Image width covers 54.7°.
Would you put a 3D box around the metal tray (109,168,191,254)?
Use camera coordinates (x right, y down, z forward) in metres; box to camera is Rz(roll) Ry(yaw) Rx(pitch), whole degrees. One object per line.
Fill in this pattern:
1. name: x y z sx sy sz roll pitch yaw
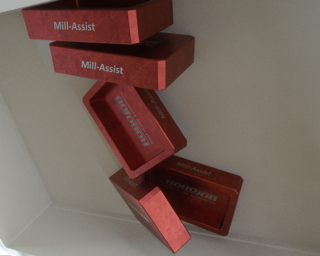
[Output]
1. metal tray: -0.019 0.109 0.435 0.090 0.030 0.130 59 161 -18

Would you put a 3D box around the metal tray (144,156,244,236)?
1. metal tray: 0.042 0.091 0.438 0.130 0.030 0.089 16 125 18

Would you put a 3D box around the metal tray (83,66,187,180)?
1. metal tray: -0.036 -0.010 0.395 0.090 0.030 0.130 -37 82 38

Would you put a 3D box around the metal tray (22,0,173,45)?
1. metal tray: -0.062 -0.117 0.325 0.130 0.090 0.030 9 122 23

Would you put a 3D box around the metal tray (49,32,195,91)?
1. metal tray: -0.038 -0.080 0.335 0.130 0.090 0.030 13 124 21
